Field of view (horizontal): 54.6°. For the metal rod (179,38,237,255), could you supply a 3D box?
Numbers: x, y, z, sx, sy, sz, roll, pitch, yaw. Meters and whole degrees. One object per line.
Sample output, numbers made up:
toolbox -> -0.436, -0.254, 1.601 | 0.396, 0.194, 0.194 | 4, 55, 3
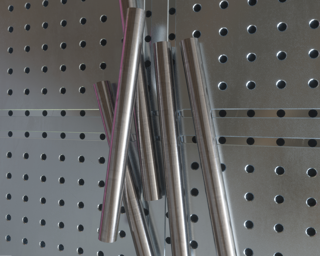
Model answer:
metal rod -> 0.062, 0.035, 0.390 | 0.025, 0.025, 0.299 | -11, 86, 20

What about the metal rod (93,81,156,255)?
metal rod -> -0.044, 0.080, 0.428 | 0.025, 0.025, 0.299 | -17, 84, 19

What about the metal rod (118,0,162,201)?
metal rod -> -0.029, -0.053, 0.423 | 0.025, 0.025, 0.299 | -8, 87, 20

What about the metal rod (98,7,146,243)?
metal rod -> -0.049, -0.002, 0.402 | 0.025, 0.025, 0.298 | 9, 93, 20

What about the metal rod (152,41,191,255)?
metal rod -> 0.016, 0.037, 0.407 | 0.025, 0.025, 0.298 | -6, 88, 20
